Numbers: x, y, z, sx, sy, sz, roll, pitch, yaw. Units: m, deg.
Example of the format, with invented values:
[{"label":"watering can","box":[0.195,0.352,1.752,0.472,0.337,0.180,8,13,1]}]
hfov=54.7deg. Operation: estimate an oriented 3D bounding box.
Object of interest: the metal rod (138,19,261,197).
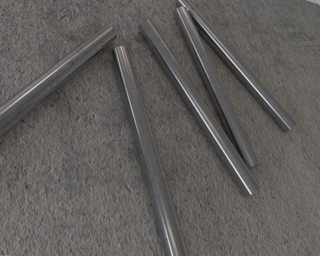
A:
[{"label":"metal rod","box":[0.051,-0.038,0.454,0.025,0.025,0.299,-21,73,-36]}]

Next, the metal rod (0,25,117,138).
[{"label":"metal rod","box":[-0.140,-0.041,0.352,0.025,0.025,0.301,38,51,-3]}]

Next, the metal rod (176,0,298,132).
[{"label":"metal rod","box":[0.130,-0.117,0.544,0.025,0.025,0.300,-31,79,-38]}]

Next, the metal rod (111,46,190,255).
[{"label":"metal rod","box":[-0.016,0.024,0.380,0.025,0.025,0.299,-3,63,-30]}]

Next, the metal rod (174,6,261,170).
[{"label":"metal rod","box":[0.084,-0.075,0.494,0.025,0.025,0.299,-6,65,-31]}]
